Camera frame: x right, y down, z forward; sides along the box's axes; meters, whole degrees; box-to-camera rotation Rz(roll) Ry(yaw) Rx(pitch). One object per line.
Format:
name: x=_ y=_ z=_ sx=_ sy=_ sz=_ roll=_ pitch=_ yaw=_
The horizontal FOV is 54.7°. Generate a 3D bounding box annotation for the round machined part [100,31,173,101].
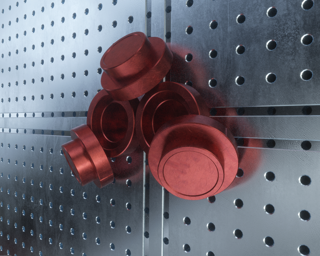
round machined part: x=-0.036 y=-0.084 z=0.393 sx=0.098 sy=0.042 sz=0.098 roll=-22 pitch=41 yaw=21

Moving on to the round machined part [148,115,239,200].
round machined part: x=0.035 y=0.038 z=0.333 sx=0.098 sy=0.042 sz=0.097 roll=4 pitch=118 yaw=9

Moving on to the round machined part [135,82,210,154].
round machined part: x=0.019 y=-0.006 z=0.380 sx=0.098 sy=0.042 sz=0.097 roll=0 pitch=90 yaw=39

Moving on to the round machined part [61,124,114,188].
round machined part: x=-0.111 y=0.047 z=0.457 sx=0.098 sy=0.042 sz=0.097 roll=46 pitch=152 yaw=35

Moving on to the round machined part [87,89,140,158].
round machined part: x=-0.057 y=-0.008 z=0.442 sx=0.098 sy=0.042 sz=0.097 roll=0 pitch=90 yaw=39
